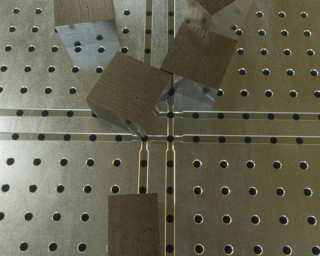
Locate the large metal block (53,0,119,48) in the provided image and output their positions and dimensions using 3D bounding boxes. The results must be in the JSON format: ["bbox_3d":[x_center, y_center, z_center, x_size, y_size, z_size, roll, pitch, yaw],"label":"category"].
[{"bbox_3d":[-0.110,-0.173,0.461,0.080,0.050,0.080,-9,70,-3],"label":"large metal block"}]

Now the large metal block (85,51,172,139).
[{"bbox_3d":[-0.038,-0.043,0.414,0.080,0.050,0.080,25,72,9],"label":"large metal block"}]

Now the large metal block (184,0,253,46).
[{"bbox_3d":[0.083,-0.170,0.445,0.080,0.080,0.050,-36,74,-12],"label":"large metal block"}]

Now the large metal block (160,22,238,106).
[{"bbox_3d":[0.052,-0.088,0.431,0.080,0.050,0.080,21,71,7],"label":"large metal block"}]

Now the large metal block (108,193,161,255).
[{"bbox_3d":[-0.025,0.118,0.339,0.050,0.080,0.080,-3,70,-1],"label":"large metal block"}]
